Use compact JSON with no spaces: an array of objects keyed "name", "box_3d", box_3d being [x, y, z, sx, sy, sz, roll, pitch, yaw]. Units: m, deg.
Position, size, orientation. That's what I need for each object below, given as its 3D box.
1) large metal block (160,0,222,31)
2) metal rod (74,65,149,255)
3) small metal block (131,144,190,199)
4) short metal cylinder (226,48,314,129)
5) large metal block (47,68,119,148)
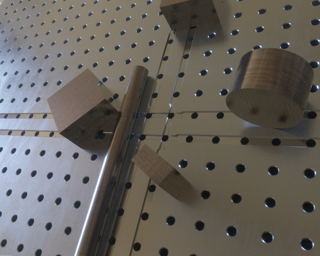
[{"name":"large metal block","box_3d":[0.053,-0.209,0.492,0.080,0.050,0.080,-3,60,26]},{"name":"metal rod","box_3d":[-0.061,0.043,0.412,0.025,0.025,0.300,-1,61,27]},{"name":"small metal block","box_3d":[0.001,0.051,0.359,0.025,0.050,0.050,-49,52,-6]},{"name":"short metal cylinder","box_3d":[0.118,-0.041,0.336,0.080,0.080,0.050,11,67,32]},{"name":"large metal block","box_3d":[-0.114,-0.030,0.469,0.080,0.050,0.080,-37,51,3]}]
